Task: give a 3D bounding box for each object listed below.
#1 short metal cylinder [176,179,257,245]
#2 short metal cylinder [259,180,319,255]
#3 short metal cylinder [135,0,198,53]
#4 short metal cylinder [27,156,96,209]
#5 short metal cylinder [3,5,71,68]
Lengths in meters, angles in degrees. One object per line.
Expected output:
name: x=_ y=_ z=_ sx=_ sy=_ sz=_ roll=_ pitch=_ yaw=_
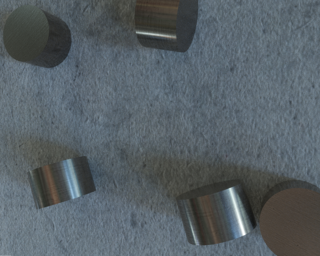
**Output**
short metal cylinder: x=0.064 y=0.095 z=0.357 sx=0.080 sy=0.080 sz=0.050 roll=-18 pitch=84 yaw=19
short metal cylinder: x=0.153 y=0.101 z=0.342 sx=0.080 sy=0.050 sz=0.079 roll=0 pitch=90 yaw=19
short metal cylinder: x=0.010 y=-0.135 z=0.376 sx=0.050 sy=0.080 sz=0.079 roll=13 pitch=94 yaw=19
short metal cylinder: x=-0.134 y=0.074 z=0.426 sx=0.080 sy=0.080 sz=0.050 roll=-19 pitch=84 yaw=19
short metal cylinder: x=-0.180 y=-0.133 z=0.458 sx=0.080 sy=0.050 sz=0.079 roll=0 pitch=90 yaw=19
